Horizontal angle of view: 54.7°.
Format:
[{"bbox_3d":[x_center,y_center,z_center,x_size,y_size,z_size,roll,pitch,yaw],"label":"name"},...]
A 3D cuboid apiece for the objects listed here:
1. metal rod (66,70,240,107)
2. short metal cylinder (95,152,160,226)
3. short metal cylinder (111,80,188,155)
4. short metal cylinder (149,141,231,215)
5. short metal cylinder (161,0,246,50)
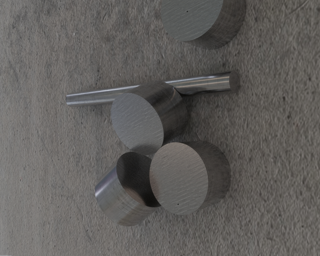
[{"bbox_3d":[-0.034,-0.049,0.433,0.300,0.025,0.025,-1,90,40],"label":"metal rod"},{"bbox_3d":[-0.035,0.078,0.398,0.050,0.081,0.080,-45,63,30],"label":"short metal cylinder"},{"bbox_3d":[-0.014,-0.013,0.382,0.080,0.050,0.079,19,125,31],"label":"short metal cylinder"},{"bbox_3d":[0.034,0.055,0.360,0.080,0.050,0.080,0,90,40],"label":"short metal cylinder"},{"bbox_3d":[0.048,-0.133,0.349,0.080,0.050,0.080,0,90,40],"label":"short metal cylinder"}]
